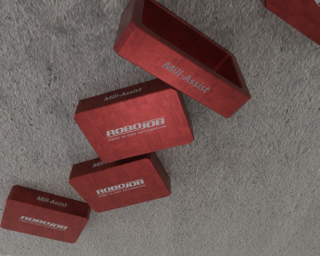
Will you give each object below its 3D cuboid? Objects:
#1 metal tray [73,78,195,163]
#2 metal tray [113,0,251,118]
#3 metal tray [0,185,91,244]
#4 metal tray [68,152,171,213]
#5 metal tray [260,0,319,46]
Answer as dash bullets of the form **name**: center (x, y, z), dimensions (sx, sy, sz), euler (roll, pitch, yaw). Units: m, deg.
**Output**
- **metal tray**: center (-0.030, -0.008, 0.397), dimensions (0.130, 0.030, 0.090), euler (-14, 129, 11)
- **metal tray**: center (0.023, -0.073, 0.302), dimensions (0.131, 0.090, 0.030), euler (27, 125, -22)
- **metal tray**: center (-0.195, 0.151, 0.530), dimensions (0.131, 0.030, 0.089), euler (20, 127, -16)
- **metal tray**: center (-0.059, 0.080, 0.471), dimensions (0.130, 0.030, 0.090), euler (-17, 129, 13)
- **metal tray**: center (0.166, -0.149, 0.279), dimensions (0.090, 0.030, 0.129), euler (25, 126, -20)
